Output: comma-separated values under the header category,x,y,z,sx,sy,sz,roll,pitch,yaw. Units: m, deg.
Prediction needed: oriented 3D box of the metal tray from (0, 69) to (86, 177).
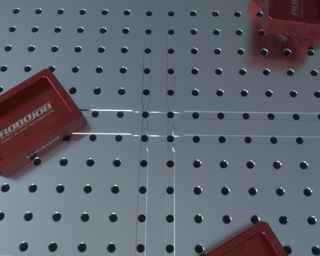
category,x,y,z,sx,sy,sz,roll,pitch,yaw
metal tray,-0.178,-0.009,0.411,0.130,0.030,0.090,-35,74,-12

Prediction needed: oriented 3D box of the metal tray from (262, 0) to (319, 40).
category,x,y,z,sx,sy,sz,roll,pitch,yaw
metal tray,0.200,-0.194,0.448,0.090,0.030,0.130,8,70,3

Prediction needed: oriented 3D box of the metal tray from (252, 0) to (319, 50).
category,x,y,z,sx,sy,sz,roll,pitch,yaw
metal tray,0.221,-0.194,0.481,0.090,0.030,0.130,-37,74,-13

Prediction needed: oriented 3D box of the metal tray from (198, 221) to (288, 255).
category,x,y,z,sx,sy,sz,roll,pitch,yaw
metal tray,0.112,0.183,0.342,0.090,0.030,0.130,-27,72,-10
